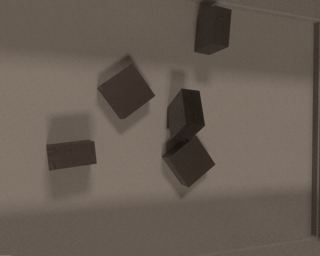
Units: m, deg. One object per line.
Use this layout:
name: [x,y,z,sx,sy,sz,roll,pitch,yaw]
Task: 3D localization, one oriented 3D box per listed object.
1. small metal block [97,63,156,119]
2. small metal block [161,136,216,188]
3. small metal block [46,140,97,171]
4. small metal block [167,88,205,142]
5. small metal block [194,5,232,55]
small metal block: [-0.043,-0.046,0.395,0.050,0.025,0.050,-39,103,-16]
small metal block: [0.039,0.045,0.426,0.050,0.025,0.050,-38,103,-16]
small metal block: [-0.104,0.030,0.359,0.050,0.050,0.025,-7,93,-20]
small metal block: [0.032,-0.016,0.402,0.025,0.050,0.050,5,63,-20]
small metal block: [0.072,-0.132,0.425,0.025,0.050,0.050,6,88,-20]
